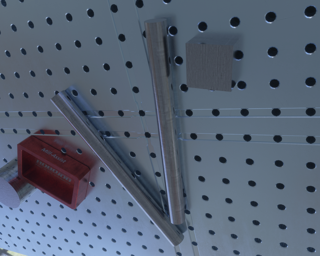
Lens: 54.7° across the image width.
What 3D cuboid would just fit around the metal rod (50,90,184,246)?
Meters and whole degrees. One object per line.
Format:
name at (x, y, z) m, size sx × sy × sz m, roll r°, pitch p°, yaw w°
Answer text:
metal rod at (-0.061, 0.068, 0.483) m, size 0.025 × 0.025 × 0.300 m, roll -31°, pitch 102°, yaw 37°

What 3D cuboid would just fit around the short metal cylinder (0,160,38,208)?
short metal cylinder at (-0.290, 0.111, 0.613) m, size 0.080 × 0.050 × 0.079 m, roll 13°, pitch 124°, yaw 20°

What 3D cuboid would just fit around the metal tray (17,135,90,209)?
metal tray at (-0.193, 0.080, 0.556) m, size 0.130 × 0.030 × 0.089 m, roll 27°, pitch 128°, yaw 10°

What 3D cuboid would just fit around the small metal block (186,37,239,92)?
small metal block at (0.057, -0.070, 0.337) m, size 0.050 × 0.025 × 0.050 m, roll 9°, pitch 123°, yaw 23°

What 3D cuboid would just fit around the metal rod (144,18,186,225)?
metal rod at (0.011, 0.012, 0.411) m, size 0.025 × 0.025 × 0.298 m, roll 7°, pitch 122°, yaw 24°
